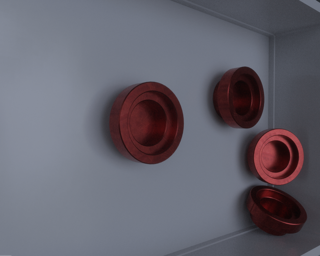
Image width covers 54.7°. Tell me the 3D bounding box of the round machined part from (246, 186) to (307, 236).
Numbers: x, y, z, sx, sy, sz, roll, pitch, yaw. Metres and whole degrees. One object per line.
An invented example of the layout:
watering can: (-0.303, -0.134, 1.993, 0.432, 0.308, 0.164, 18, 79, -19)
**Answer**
round machined part: (0.196, 0.147, 0.536, 0.099, 0.098, 0.042, -7, 123, -40)

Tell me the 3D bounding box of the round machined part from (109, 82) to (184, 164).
round machined part: (-0.020, -0.006, 0.381, 0.099, 0.042, 0.097, 0, 90, -40)

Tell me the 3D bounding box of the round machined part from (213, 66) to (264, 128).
round machined part: (0.124, -0.048, 0.502, 0.099, 0.042, 0.097, 0, 90, -40)

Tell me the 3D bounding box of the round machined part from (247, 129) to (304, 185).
round machined part: (0.199, 0.050, 0.550, 0.099, 0.042, 0.097, 0, 89, -14)
